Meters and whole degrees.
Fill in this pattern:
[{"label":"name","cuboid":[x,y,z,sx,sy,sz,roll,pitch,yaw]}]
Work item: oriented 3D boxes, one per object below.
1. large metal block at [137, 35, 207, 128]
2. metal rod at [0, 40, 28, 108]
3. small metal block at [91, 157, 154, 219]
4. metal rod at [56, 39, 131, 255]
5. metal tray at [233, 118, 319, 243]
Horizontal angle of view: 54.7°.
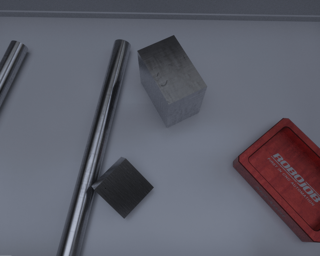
[{"label":"large metal block","cuboid":[0.013,-0.057,0.401,0.050,0.080,0.080,-26,73,-9]},{"label":"metal rod","cuboid":[-0.243,0.016,0.400,0.025,0.025,0.299,14,70,5]},{"label":"small metal block","cuboid":[-0.045,0.071,0.373,0.050,0.025,0.050,-45,103,-15]},{"label":"metal rod","cuboid":[-0.081,0.016,0.402,0.025,0.025,0.299,10,70,3]},{"label":"metal tray","cuboid":[0.169,0.062,0.386,0.090,0.030,0.130,-38,75,-13]}]
